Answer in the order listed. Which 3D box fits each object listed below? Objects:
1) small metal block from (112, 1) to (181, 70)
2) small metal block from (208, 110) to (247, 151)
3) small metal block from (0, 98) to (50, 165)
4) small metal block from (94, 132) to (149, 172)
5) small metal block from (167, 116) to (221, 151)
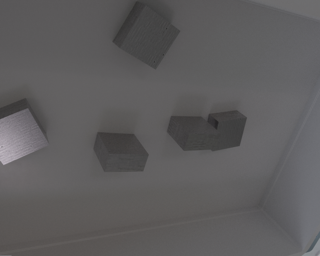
[{"bbox_3d":[-0.015,-0.100,0.338,0.050,0.025,0.050,25,105,-37],"label":"small metal block"},{"bbox_3d":[0.097,0.004,0.464,0.050,0.025,0.050,-9,122,-24],"label":"small metal block"},{"bbox_3d":[-0.153,0.004,0.327,0.050,0.025,0.050,-25,128,-13],"label":"small metal block"},{"bbox_3d":[-0.049,0.029,0.384,0.050,0.050,0.025,4,117,-30],"label":"small metal block"},{"bbox_3d":[0.045,0.006,0.421,0.050,0.050,0.025,0,119,-28],"label":"small metal block"}]
